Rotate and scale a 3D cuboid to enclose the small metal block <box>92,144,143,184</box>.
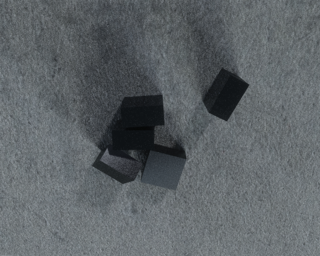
[{"bbox_3d":[-0.057,0.049,0.412,0.050,0.050,0.025,33,65,-12],"label":"small metal block"}]

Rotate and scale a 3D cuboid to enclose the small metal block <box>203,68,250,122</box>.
[{"bbox_3d":[0.080,-0.042,0.382,0.025,0.050,0.050,25,108,-9],"label":"small metal block"}]

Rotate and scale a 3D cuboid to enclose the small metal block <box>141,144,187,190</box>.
[{"bbox_3d":[0.005,0.054,0.430,0.050,0.025,0.050,15,109,-6],"label":"small metal block"}]

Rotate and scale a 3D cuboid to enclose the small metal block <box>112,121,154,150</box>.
[{"bbox_3d":[-0.033,0.008,0.398,0.050,0.050,0.025,0,106,0],"label":"small metal block"}]

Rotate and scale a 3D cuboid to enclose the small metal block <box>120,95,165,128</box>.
[{"bbox_3d":[-0.021,-0.022,0.388,0.050,0.050,0.025,-4,110,1],"label":"small metal block"}]
